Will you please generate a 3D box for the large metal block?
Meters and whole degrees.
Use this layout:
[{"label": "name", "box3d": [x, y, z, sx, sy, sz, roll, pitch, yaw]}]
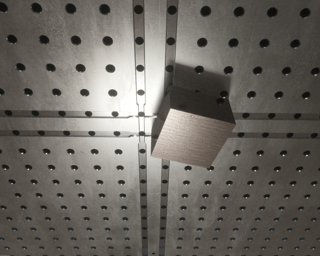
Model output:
[{"label": "large metal block", "box3d": [0.038, 0.000, 0.396, 0.081, 0.050, 0.079, 13, 129, -11]}]
